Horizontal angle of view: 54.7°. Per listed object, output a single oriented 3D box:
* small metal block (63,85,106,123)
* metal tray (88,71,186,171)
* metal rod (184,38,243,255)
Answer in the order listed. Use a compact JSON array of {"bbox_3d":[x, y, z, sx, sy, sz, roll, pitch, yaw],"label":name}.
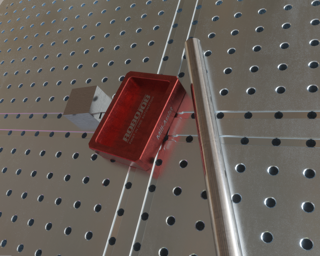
[{"bbox_3d":[-0.119,-0.037,0.492,0.050,0.025,0.050,-3,60,26],"label":"small metal block"},{"bbox_3d":[-0.031,-0.015,0.428,0.090,0.030,0.130,13,68,33],"label":"metal tray"},{"bbox_3d":[0.057,0.002,0.375,0.025,0.025,0.299,-17,55,18],"label":"metal rod"}]
